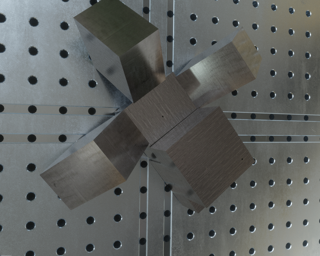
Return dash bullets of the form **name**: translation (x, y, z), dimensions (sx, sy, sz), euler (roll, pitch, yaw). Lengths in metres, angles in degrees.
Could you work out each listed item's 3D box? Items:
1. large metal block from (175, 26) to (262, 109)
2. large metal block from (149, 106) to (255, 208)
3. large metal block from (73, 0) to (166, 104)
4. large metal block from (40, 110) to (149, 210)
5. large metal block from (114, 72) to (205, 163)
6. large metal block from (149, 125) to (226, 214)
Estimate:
- **large metal block**: translation (0.077, -0.077, 0.395), dimensions (0.050, 0.080, 0.080), euler (54, 34, -12)
- **large metal block**: translation (0.049, 0.031, 0.363), dimensions (0.080, 0.050, 0.080), euler (-39, 103, -17)
- **large metal block**: translation (-0.042, -0.088, 0.351), dimensions (0.050, 0.080, 0.080), euler (-40, 64, -15)
- **large metal block**: translation (-0.068, 0.033, 0.342), dimensions (0.080, 0.080, 0.050), euler (-31, 103, 25)
- **large metal block**: translation (0.001, -0.013, 0.399), dimensions (0.080, 0.050, 0.080), euler (-40, 103, -16)
- **large metal block**: translation (0.047, 0.052, 0.416), dimensions (0.080, 0.050, 0.080), euler (-39, 101, -17)
